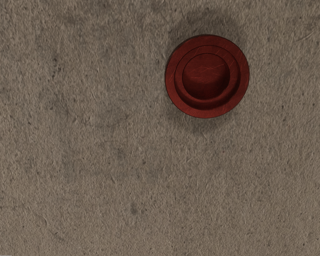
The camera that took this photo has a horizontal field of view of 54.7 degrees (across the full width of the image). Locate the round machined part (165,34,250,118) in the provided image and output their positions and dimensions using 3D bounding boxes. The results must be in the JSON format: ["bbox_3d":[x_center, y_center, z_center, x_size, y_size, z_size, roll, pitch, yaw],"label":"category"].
[{"bbox_3d":[0.055,-0.064,0.378,0.099,0.042,0.097,0,110,-1],"label":"round machined part"}]
